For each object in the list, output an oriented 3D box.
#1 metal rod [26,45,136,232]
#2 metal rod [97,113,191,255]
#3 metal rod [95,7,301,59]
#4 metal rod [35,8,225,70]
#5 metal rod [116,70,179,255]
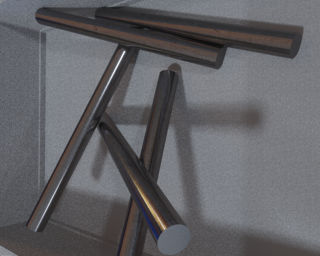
[{"bbox_3d":[-0.105,0.003,0.432,0.025,0.025,0.299,25,87,37],"label":"metal rod"},{"bbox_3d":[-0.041,0.032,0.350,0.300,0.025,0.025,-138,61,-63],"label":"metal rod"},{"bbox_3d":[0.020,-0.126,0.388,0.300,0.025,0.025,23,105,37],"label":"metal rod"},{"bbox_3d":[-0.058,-0.126,0.416,0.300,0.025,0.025,21,103,26],"label":"metal rod"},{"bbox_3d":[-0.017,0.066,0.336,0.025,0.025,0.299,-9,58,39],"label":"metal rod"}]
